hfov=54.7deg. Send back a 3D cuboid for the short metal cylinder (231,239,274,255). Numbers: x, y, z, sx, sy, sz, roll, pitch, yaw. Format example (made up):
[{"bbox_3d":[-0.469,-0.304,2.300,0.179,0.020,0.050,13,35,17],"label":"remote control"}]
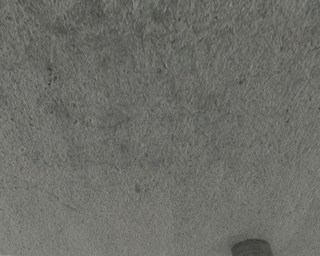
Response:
[{"bbox_3d":[0.187,0.266,0.619,0.081,0.050,0.079,0,130,0],"label":"short metal cylinder"}]
